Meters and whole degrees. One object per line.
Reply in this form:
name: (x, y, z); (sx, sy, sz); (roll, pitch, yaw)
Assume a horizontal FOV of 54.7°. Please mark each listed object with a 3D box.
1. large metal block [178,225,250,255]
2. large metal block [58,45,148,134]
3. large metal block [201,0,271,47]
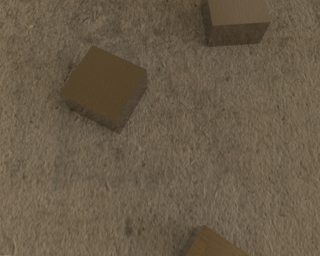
large metal block: (0.063, 0.148, 0.325); (0.080, 0.080, 0.050); (32, 73, 11)
large metal block: (-0.071, -0.050, 0.412); (0.080, 0.050, 0.080); (26, 72, 8)
large metal block: (0.108, -0.171, 0.459); (0.081, 0.050, 0.080); (-5, 70, -2)
